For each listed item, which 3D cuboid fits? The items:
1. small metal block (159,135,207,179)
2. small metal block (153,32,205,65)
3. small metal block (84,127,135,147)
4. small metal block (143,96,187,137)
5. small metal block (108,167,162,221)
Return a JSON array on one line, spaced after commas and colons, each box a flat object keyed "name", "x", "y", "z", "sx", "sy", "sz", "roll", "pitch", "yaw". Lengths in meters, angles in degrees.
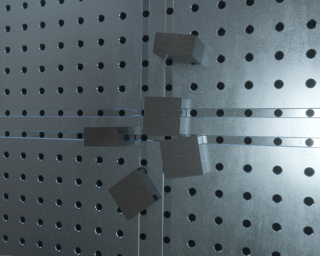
[{"name": "small metal block", "x": 0.030, "y": 0.037, "z": 0.401, "sx": 0.050, "sy": 0.025, "sz": 0.050, "roll": -9, "pitch": 87, "yaw": 19}, {"name": "small metal block", "x": 0.025, "y": -0.100, "z": 0.390, "sx": 0.050, "sy": 0.050, "sz": 0.025, "roll": 10, "pitch": 94, "yaw": 19}, {"name": "small metal block", "x": -0.068, "y": 0.011, "z": 0.422, "sx": 0.050, "sy": 0.050, "sz": 0.025, "roll": -1, "pitch": 90, "yaw": 19}, {"name": "small metal block", "x": 0.006, "y": -0.015, "z": 0.410, "sx": 0.050, "sy": 0.025, "sz": 0.050, "roll": 4, "pitch": 91, "yaw": 19}, {"name": "small metal block", "x": -0.034, "y": 0.090, "z": 0.424, "sx": 0.050, "sy": 0.025, "sz": 0.050, "roll": -38, "pitch": 78, "yaw": 15}]
